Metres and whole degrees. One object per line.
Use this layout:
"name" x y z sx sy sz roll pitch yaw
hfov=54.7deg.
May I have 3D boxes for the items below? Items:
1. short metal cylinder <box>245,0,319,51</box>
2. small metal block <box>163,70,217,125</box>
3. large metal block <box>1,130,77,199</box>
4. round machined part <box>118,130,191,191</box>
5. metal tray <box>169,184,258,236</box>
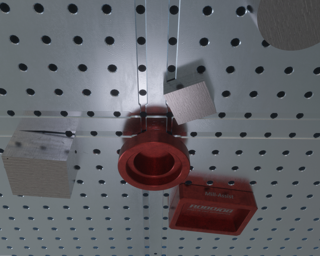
"short metal cylinder" 0.127 -0.121 0.293 0.081 0.050 0.079 0 130 0
"small metal block" 0.037 -0.037 0.381 0.050 0.025 0.050 -18 128 14
"large metal block" -0.165 0.053 0.438 0.081 0.050 0.079 5 130 -5
"round machined part" -0.008 0.041 0.436 0.099 0.042 0.097 0 130 0
"metal tray" 0.087 0.142 0.529 0.131 0.030 0.089 9 130 -8
